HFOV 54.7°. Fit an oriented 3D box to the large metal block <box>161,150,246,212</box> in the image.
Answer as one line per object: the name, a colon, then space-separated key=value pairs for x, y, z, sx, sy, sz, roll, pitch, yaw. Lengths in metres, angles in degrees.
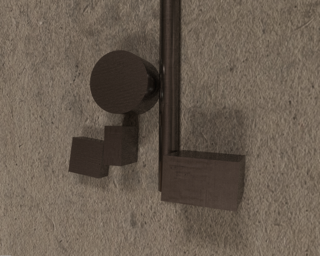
large metal block: x=0.054 y=0.056 z=0.360 sx=0.080 sy=0.080 sz=0.050 roll=4 pitch=91 yaw=19

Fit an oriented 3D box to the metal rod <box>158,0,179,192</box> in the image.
metal rod: x=0.012 y=-0.067 z=0.404 sx=0.025 sy=0.025 sz=0.298 roll=1 pitch=90 yaw=19

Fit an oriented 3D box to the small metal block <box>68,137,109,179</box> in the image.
small metal block: x=-0.099 y=0.041 z=0.443 sx=0.050 sy=0.025 sz=0.050 roll=9 pitch=93 yaw=19

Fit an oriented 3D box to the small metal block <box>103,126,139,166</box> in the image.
small metal block: x=-0.051 y=0.022 z=0.413 sx=0.025 sy=0.050 sz=0.050 roll=2 pitch=91 yaw=20

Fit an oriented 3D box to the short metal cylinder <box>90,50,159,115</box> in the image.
short metal cylinder: x=-0.044 y=-0.058 z=0.410 sx=0.080 sy=0.050 sz=0.079 roll=0 pitch=90 yaw=19
